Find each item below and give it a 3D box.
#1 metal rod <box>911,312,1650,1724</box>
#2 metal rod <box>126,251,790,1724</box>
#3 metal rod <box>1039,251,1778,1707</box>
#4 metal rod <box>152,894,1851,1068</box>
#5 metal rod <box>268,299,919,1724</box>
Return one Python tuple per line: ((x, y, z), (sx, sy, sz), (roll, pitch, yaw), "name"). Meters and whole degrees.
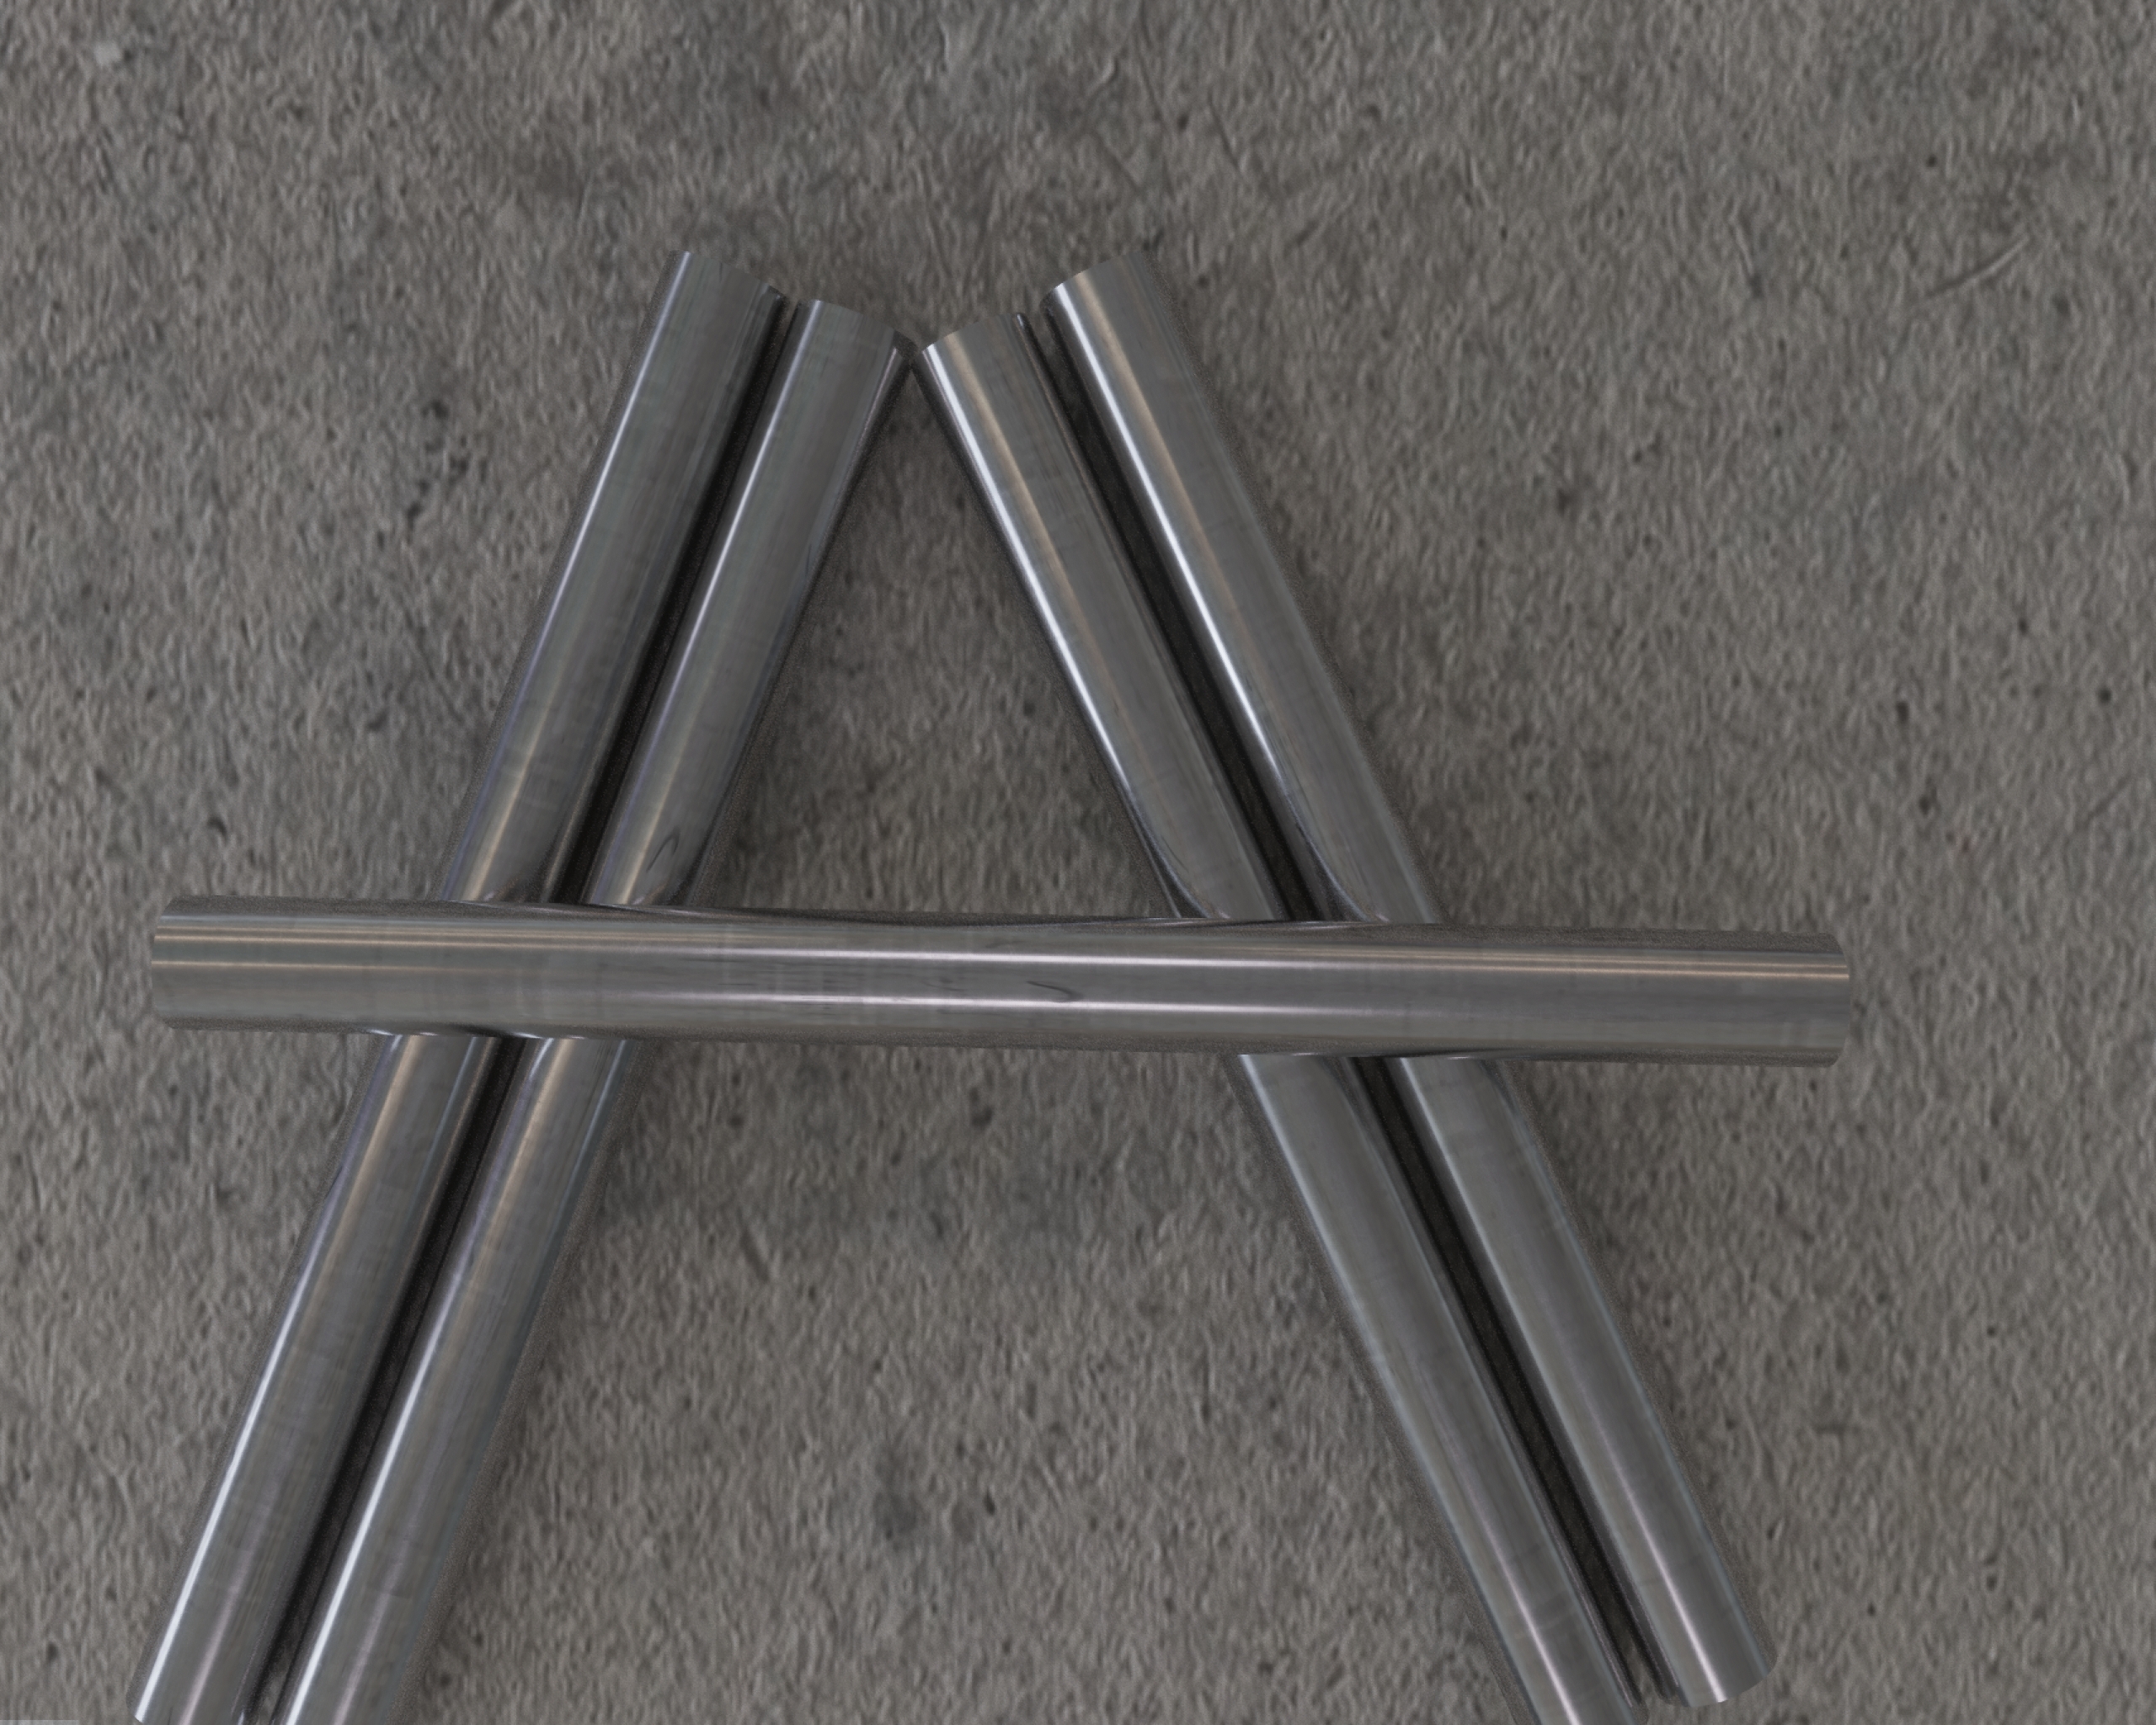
((0.040, 0.034, 0.410), (0.025, 0.025, 0.299), (-24, 90, 0), "metal rod")
((-0.121, 0.025, 0.408), (0.025, 0.025, 0.299), (21, 90, 0), "metal rod")
((0.065, 0.023, 0.410), (0.025, 0.025, 0.299), (-24, 90, 0), "metal rod")
((-0.013, 0.022, 0.383), (0.302, 0.025, 0.025), (1, 90, 0), "metal rod")
((-0.095, 0.035, 0.409), (0.025, 0.025, 0.299), (20, 90, 0), "metal rod")
